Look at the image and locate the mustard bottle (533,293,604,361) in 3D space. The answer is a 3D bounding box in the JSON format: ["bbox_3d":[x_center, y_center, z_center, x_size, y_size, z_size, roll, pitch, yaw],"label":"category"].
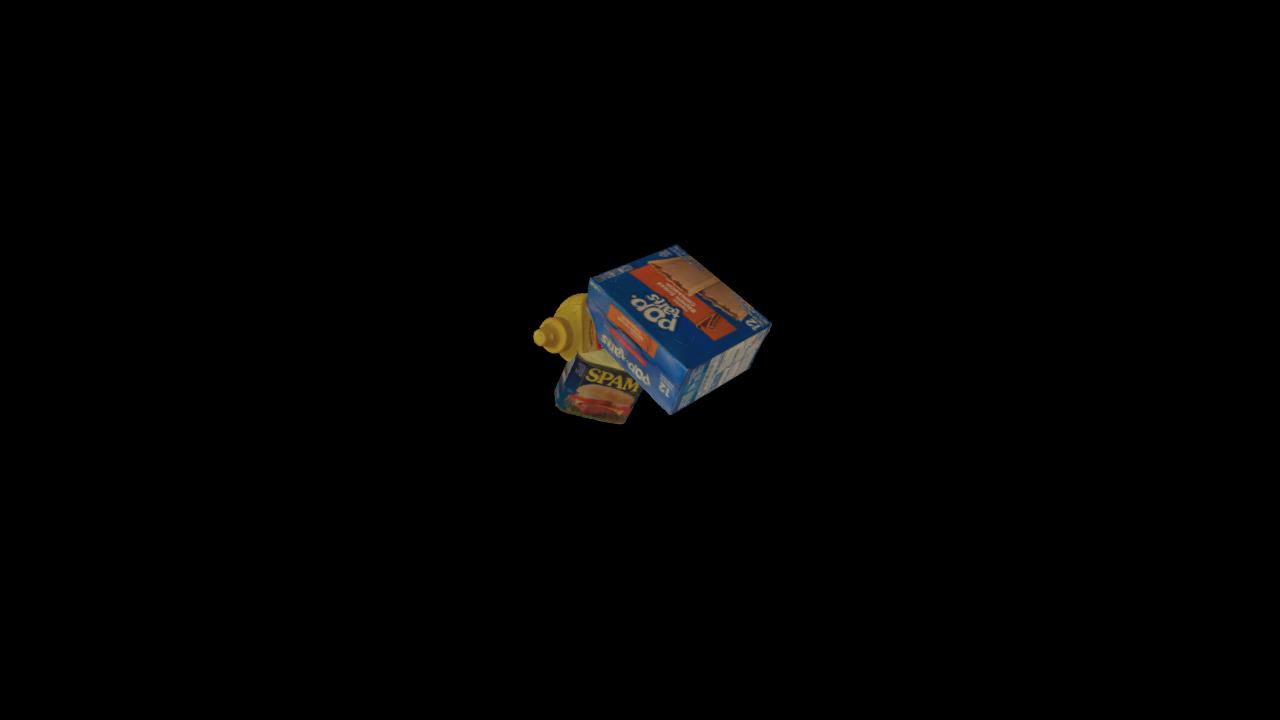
[{"bbox_3d":[-0.060,-0.038,0.754,0.054,0.092,0.184,14,17,34],"label":"mustard bottle"}]

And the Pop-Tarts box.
[{"bbox_3d":[0.039,-0.042,0.721,0.141,0.083,0.167,-27,58,-33],"label":"Pop-Tarts box"}]

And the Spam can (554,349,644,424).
[{"bbox_3d":[-0.046,0.026,0.757,0.101,0.085,0.058,16,32,-21],"label":"Spam can"}]
